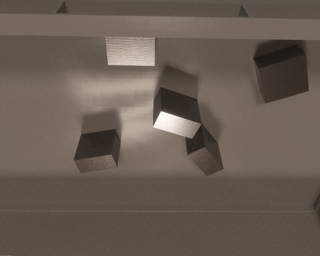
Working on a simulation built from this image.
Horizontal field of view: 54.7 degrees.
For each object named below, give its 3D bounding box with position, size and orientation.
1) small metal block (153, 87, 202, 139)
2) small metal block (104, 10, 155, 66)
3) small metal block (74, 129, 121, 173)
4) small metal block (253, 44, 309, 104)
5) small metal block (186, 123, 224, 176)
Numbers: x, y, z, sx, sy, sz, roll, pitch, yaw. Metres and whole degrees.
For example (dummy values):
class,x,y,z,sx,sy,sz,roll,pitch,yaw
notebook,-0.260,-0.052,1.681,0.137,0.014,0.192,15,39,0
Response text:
class,x,y,z,sx,sy,sz,roll,pitch,yaw
small metal block,0.020,-0.019,0.377,0.050,0.050,0.025,17,128,-14
small metal block,-0.030,-0.095,0.328,0.050,0.025,0.050,1,130,-1
small metal block,-0.083,0.030,0.417,0.050,0.050,0.025,-9,130,7
small metal block,0.140,-0.062,0.359,0.050,0.025,0.050,-16,129,13
small metal block,0.059,0.028,0.418,0.025,0.050,0.050,-28,125,21
